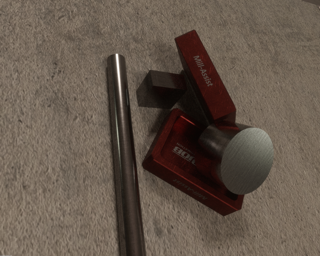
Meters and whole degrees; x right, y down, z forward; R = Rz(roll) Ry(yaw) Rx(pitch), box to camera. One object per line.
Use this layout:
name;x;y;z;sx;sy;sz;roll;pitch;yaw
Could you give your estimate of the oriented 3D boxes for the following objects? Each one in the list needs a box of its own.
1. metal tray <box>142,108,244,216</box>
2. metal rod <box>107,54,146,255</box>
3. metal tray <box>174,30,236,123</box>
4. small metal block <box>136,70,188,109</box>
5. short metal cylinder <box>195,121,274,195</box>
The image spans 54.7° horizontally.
metal tray;0.053;0.043;0.404;0.130;0.030;0.090;32;51;-8
metal rod;-0.041;0.037;0.360;0.025;0.025;0.299;6;59;-26
metal tray;0.064;-0.060;0.435;0.030;0.090;0.130;-24;70;4
small metal block;0.001;-0.051;0.421;0.050;0.050;0.025;4;60;-27
short metal cylinder;0.090;0.034;0.376;0.081;0.050;0.079;-6;104;-28
